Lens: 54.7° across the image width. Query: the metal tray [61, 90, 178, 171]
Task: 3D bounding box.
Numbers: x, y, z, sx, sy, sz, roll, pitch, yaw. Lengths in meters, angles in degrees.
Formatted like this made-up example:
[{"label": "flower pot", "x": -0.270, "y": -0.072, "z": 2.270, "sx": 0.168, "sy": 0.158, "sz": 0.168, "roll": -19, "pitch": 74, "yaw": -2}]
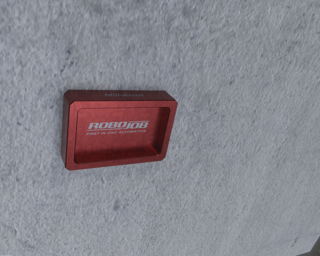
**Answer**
[{"label": "metal tray", "x": -0.049, "y": 0.001, "z": 0.378, "sx": 0.131, "sy": 0.030, "sz": 0.089, "roll": -3, "pitch": 120, "yaw": -27}]
